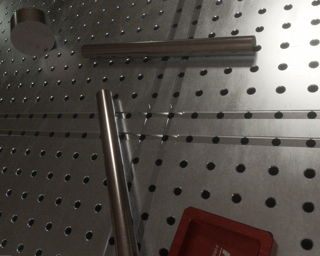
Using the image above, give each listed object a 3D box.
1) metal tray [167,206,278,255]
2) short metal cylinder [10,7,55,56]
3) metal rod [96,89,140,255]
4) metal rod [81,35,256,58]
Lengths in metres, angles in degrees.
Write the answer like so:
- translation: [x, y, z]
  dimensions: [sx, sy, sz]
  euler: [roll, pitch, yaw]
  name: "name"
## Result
- translation: [0.046, 0.150, 0.288]
  dimensions: [0.090, 0.030, 0.130]
  euler: [11, 67, 32]
  name: "metal tray"
- translation: [-0.256, -0.193, 0.623]
  dimensions: [0.080, 0.080, 0.050]
  euler: [-29, 52, 9]
  name: "short metal cylinder"
- translation: [-0.055, 0.066, 0.395]
  dimensions: [0.025, 0.025, 0.299]
  euler: [-25, 53, 13]
  name: "metal rod"
- translation: [-0.005, -0.124, 0.485]
  dimensions: [0.300, 0.025, 0.025]
  euler: [6, 65, 30]
  name: "metal rod"
